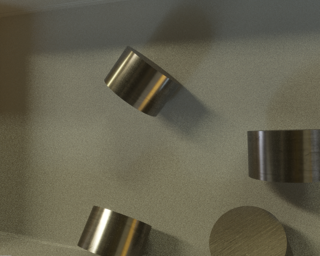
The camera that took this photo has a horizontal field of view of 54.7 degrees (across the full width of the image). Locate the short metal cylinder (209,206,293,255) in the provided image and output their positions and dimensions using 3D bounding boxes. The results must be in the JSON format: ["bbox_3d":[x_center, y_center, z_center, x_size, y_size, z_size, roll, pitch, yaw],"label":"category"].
[{"bbox_3d":[0.101,0.134,0.340,0.080,0.050,0.080,-18,41,17],"label":"short metal cylinder"}]

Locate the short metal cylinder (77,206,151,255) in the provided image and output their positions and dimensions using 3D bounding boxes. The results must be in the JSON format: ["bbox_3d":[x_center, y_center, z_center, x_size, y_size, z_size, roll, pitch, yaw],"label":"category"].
[{"bbox_3d":[-0.057,0.137,0.394,0.080,0.080,0.050,12,68,19],"label":"short metal cylinder"}]

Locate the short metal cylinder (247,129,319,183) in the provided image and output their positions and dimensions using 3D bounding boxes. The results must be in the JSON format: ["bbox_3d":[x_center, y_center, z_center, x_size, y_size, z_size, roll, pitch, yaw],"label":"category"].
[{"bbox_3d":[0.136,0.027,0.333,0.080,0.080,0.050,-2,90,20],"label":"short metal cylinder"}]

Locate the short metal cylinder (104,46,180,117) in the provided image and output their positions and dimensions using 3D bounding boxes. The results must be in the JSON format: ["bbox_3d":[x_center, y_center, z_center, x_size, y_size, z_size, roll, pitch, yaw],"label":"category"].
[{"bbox_3d":[-0.022,-0.058,0.389,0.080,0.080,0.050,40,103,15],"label":"short metal cylinder"}]
